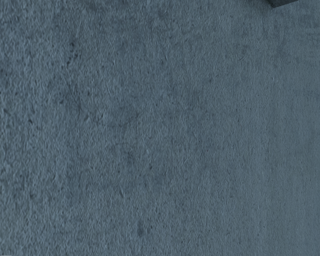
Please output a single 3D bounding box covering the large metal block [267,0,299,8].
[{"bbox_3d":[0.222,-0.286,0.573,0.080,0.050,0.080,28,72,-37],"label":"large metal block"}]
